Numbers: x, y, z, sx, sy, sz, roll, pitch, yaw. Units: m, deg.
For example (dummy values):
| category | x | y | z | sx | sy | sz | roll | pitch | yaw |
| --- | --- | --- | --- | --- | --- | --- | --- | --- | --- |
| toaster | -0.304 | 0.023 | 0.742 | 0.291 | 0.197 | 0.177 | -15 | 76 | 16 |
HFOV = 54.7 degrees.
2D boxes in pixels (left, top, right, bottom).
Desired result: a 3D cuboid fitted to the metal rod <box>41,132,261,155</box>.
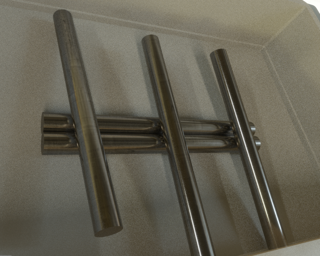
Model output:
| category | x | y | z | sx | sy | sz | roll | pitch | yaw |
| --- | --- | --- | --- | --- | --- | --- | --- | --- | --- |
| metal rod | 0.009 | 0.020 | 0.398 | 0.303 | 0.025 | 0.025 | 2 | 61 | -28 |

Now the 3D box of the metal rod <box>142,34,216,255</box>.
| category | x | y | z | sx | sy | sz | roll | pitch | yaw |
| --- | --- | --- | --- | --- | --- | --- | --- | --- | --- |
| metal rod | 0.016 | 0.007 | 0.378 | 0.025 | 0.025 | 0.299 | 1 | 61 | -28 |

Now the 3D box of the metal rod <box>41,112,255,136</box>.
| category | x | y | z | sx | sy | sz | roll | pitch | yaw |
| --- | --- | --- | --- | --- | --- | --- | --- | --- | --- |
| metal rod | 0.005 | -0.001 | 0.409 | 0.303 | 0.025 | 0.025 | 2 | 61 | -28 |

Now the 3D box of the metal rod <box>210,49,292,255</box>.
| category | x | y | z | sx | sy | sz | roll | pitch | yaw |
| --- | --- | --- | --- | --- | --- | --- | --- | --- | --- |
| metal rod | 0.120 | 0.028 | 0.425 | 0.025 | 0.025 | 0.299 | -4 | 72 | -30 |

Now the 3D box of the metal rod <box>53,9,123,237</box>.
| category | x | y | z | sx | sy | sz | roll | pitch | yaw |
| --- | --- | --- | --- | --- | --- | --- | --- | --- | --- |
| metal rod | -0.088 | -0.031 | 0.345 | 0.025 | 0.025 | 0.299 | -1 | 54 | -29 |
